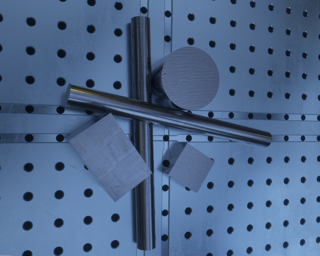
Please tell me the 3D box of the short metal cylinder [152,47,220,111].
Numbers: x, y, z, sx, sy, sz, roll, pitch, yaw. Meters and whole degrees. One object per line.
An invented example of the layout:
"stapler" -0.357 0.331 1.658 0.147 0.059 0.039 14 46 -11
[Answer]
"short metal cylinder" 0.031 -0.062 0.412 0.081 0.050 0.079 0 90 -21

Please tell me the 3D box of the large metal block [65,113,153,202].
"large metal block" -0.063 0.031 0.360 0.050 0.080 0.080 -37 102 -16

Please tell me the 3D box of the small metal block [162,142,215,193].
"small metal block" 0.039 0.054 0.429 0.050 0.025 0.050 35 79 -17

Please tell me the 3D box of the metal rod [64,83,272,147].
"metal rod" 0.031 -0.009 0.405 0.302 0.025 0.025 12 86 -28

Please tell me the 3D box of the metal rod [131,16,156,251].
"metal rod" -0.022 0.007 0.406 0.025 0.025 0.298 -2 91 -20
